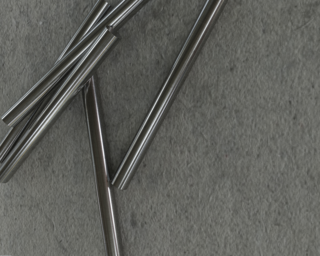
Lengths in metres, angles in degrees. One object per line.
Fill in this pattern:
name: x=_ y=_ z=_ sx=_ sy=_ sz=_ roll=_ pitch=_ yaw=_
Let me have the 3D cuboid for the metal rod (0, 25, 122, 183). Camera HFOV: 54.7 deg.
metal rod: x=-0.156 y=-0.021 z=0.443 sx=0.299 sy=0.025 sz=0.025 roll=-45 pitch=76 yaw=21

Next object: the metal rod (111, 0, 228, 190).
metal rod: x=0.013 y=-0.051 z=0.403 sx=0.025 sy=0.025 sz=0.299 roll=31 pitch=100 yaw=17

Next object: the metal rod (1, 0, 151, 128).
metal rod: x=-0.107 y=-0.107 z=0.428 sx=0.300 sy=0.025 sz=0.025 roll=-41 pitch=78 yaw=8

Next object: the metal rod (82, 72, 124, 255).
metal rod: x=-0.081 y=0.061 z=0.436 sx=0.025 sy=0.025 sz=0.298 roll=-10 pitch=87 yaw=19

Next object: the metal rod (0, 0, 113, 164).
metal rod: x=-0.167 y=-0.063 z=0.465 sx=0.025 sy=0.025 sz=0.299 roll=43 pitch=103 yaw=14
